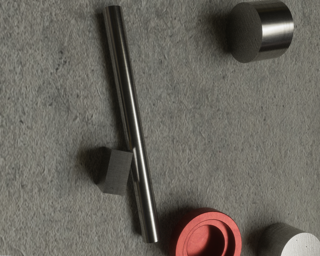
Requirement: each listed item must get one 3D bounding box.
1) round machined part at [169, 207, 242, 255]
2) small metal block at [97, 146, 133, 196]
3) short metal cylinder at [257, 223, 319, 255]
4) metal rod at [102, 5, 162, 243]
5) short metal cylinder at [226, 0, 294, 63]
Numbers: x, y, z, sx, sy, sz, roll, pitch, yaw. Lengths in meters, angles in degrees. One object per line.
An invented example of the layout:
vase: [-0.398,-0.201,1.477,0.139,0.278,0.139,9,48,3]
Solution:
round machined part: [0.058,0.156,0.421,0.099,0.042,0.097,0,90,-20]
small metal block: [-0.056,0.051,0.375,0.025,0.050,0.050,13,86,-20]
short metal cylinder: [0.196,0.190,0.468,0.081,0.050,0.079,0,90,-20]
metal rod: [-0.035,-0.002,0.395,0.025,0.025,0.298,-11,94,-20]
short metal cylinder: [0.136,-0.134,0.429,0.050,0.080,0.080,-13,95,-20]
